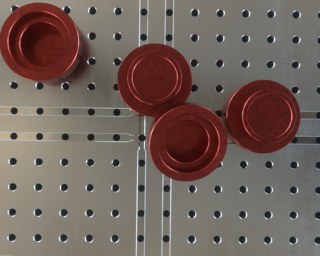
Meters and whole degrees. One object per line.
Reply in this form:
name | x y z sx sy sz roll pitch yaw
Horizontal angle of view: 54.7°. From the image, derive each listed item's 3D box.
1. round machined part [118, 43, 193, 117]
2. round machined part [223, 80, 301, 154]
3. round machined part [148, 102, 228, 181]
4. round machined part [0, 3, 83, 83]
round machined part | -0.006 -0.062 0.405 0.099 0.042 0.097 0 90 -1
round machined part | 0.137 -0.015 0.407 0.099 0.042 0.097 0 90 -1
round machined part | 0.033 0.015 0.398 0.099 0.042 0.097 -2 103 -8
round machined part | -0.149 -0.107 0.403 0.099 0.042 0.097 0 90 -1
